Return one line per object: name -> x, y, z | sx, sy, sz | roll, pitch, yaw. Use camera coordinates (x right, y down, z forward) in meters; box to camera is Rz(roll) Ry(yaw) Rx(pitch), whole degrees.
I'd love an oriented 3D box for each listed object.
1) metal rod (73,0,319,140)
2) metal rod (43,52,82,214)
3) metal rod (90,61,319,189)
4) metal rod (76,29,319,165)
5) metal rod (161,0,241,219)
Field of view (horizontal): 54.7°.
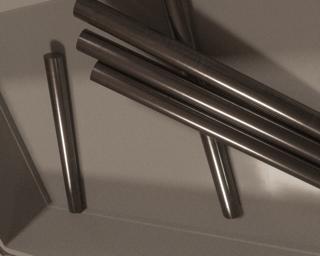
metal rod -> 0.052, -0.058, 0.317 | 0.301, 0.025, 0.025 | 27, 128, 0
metal rod -> -0.152, 0.026, 0.502 | 0.025, 0.025, 0.298 | 16, 125, 19
metal rod -> 0.064, 0.000, 0.345 | 0.301, 0.025, 0.025 | 25, 128, 0
metal rod -> 0.053, -0.030, 0.332 | 0.301, 0.025, 0.025 | 25, 128, 0
metal rod -> 0.055, -0.013, 0.370 | 0.025, 0.025, 0.298 | -5, 116, 30
